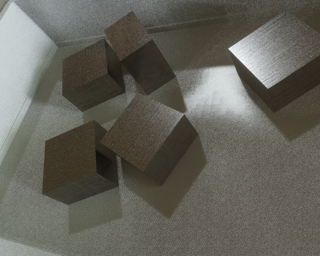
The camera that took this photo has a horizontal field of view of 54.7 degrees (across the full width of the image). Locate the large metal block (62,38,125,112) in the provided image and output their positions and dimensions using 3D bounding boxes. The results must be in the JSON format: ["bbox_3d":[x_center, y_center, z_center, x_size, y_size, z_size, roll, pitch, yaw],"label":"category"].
[{"bbox_3d":[-0.108,-0.084,0.498,0.080,0.050,0.080,-23,53,14],"label":"large metal block"}]

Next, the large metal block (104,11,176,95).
[{"bbox_3d":[-0.029,-0.108,0.452,0.050,0.080,0.080,-34,51,6],"label":"large metal block"}]

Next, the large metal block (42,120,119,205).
[{"bbox_3d":[-0.106,0.047,0.417,0.080,0.050,0.080,-22,53,15],"label":"large metal block"}]

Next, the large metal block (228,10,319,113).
[{"bbox_3d":[0.141,-0.078,0.364,0.080,0.050,0.080,-34,51,6],"label":"large metal block"}]

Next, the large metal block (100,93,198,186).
[{"bbox_3d":[-0.013,0.013,0.389,0.080,0.050,0.080,28,77,37],"label":"large metal block"}]
